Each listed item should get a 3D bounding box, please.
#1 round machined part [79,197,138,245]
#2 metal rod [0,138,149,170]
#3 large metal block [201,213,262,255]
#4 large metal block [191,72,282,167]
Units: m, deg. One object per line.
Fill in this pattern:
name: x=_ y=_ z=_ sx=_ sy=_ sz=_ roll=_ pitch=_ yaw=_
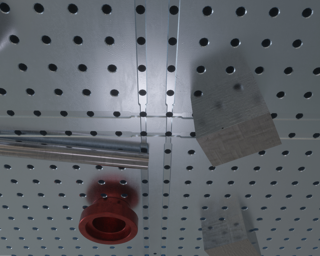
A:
round machined part: x=-0.086 y=0.157 z=0.533 sx=0.099 sy=0.042 sz=0.097 roll=0 pitch=130 yaw=0
metal rod: x=-0.167 y=0.032 z=0.437 sx=0.302 sy=0.025 sz=0.025 roll=6 pitch=130 yaw=-6
large metal block: x=0.133 y=0.212 z=0.578 sx=0.080 sy=0.050 sz=0.080 roll=-23 pitch=127 yaw=18
large metal block: x=0.086 y=-0.011 z=0.367 sx=0.080 sy=0.080 sz=0.050 roll=-22 pitch=127 yaw=17
